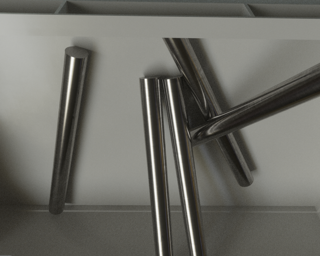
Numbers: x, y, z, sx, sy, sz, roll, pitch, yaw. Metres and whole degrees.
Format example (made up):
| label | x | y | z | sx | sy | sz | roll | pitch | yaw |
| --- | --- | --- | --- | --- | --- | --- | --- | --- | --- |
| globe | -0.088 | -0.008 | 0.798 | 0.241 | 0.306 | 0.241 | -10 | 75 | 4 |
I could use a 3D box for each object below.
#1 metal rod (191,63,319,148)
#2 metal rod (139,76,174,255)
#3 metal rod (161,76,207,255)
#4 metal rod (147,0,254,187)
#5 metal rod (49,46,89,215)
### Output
| label | x | y | z | sx | sy | sz | roll | pitch | yaw |
| --- | --- | --- | --- | --- | --- | --- | --- | --- | --- |
| metal rod | 0.101 | -0.022 | 0.301 | 0.025 | 0.025 | 0.299 | 24 | 155 | -19 |
| metal rod | -0.001 | 0.084 | 0.401 | 0.025 | 0.025 | 0.298 | -4 | 106 | 3 |
| metal rod | 0.037 | 0.083 | 0.402 | 0.025 | 0.025 | 0.298 | -8 | 106 | 6 |
| metal rod | 0.065 | -0.021 | 0.391 | 0.025 | 0.025 | 0.299 | -21 | 127 | 17 |
| metal rod | -0.133 | 0.026 | 0.429 | 0.025 | 0.025 | 0.298 | 13 | 129 | -11 |
